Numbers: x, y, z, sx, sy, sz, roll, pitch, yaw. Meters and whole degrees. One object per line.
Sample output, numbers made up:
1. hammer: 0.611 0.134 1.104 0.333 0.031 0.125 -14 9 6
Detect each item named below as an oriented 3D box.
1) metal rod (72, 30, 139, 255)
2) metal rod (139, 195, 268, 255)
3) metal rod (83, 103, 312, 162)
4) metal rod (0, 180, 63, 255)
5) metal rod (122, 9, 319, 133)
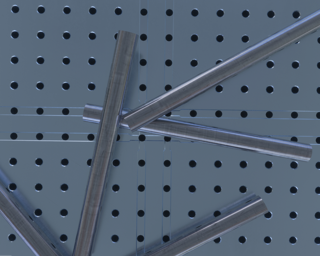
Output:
1. metal rod: -0.071 0.030 0.392 0.025 0.025 0.298 13 98 -1
2. metal rod: 0.003 0.169 0.413 0.301 0.025 0.025 -27 90 -1
3. metal rod: 0.050 0.006 0.414 0.302 0.025 0.025 10 90 -1
4. metal rod: -0.222 0.079 0.410 0.025 0.025 0.300 -40 91 0
5. metal rod: 0.090 -0.078 0.401 0.301 0.025 0.025 -29 90 -6
